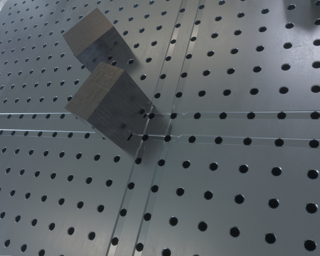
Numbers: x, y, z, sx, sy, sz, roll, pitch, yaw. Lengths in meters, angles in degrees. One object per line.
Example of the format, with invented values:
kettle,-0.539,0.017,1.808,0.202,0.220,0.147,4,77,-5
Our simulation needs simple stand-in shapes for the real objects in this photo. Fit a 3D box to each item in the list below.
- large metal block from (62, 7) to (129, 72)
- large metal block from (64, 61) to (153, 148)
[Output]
large metal block,-0.115,-0.154,0.548,0.080,0.050,0.080,-38,51,2
large metal block,-0.068,-0.031,0.429,0.050,0.080,0.080,26,76,37
